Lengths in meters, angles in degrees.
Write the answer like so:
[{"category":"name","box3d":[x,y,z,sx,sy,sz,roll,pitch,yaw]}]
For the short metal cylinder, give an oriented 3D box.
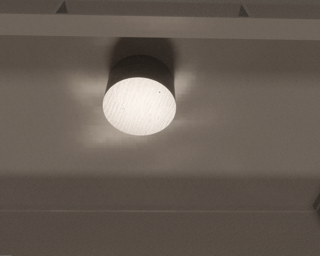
[{"category":"short metal cylinder","box3d":[-0.023,-0.037,0.361,0.081,0.050,0.079,0,130,0]}]
